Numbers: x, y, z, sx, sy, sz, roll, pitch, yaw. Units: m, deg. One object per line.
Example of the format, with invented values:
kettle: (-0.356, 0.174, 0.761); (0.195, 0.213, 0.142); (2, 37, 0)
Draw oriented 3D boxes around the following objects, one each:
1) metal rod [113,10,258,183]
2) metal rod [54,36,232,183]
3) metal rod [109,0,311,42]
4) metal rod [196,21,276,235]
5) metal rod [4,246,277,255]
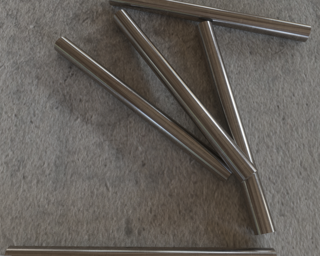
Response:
metal rod: (0.022, -0.056, 0.415); (0.025, 0.025, 0.299); (-32, 69, -11)
metal rod: (-0.028, -0.032, 0.419); (0.300, 0.025, 0.025); (38, 74, 12)
metal rod: (0.072, -0.172, 0.471); (0.302, 0.025, 0.025); (12, 71, 4)
metal rod: (0.095, -0.014, 0.414); (0.025, 0.025, 0.299); (-10, 70, -4)
metal rod: (-0.021, 0.149, 0.353); (0.302, 0.025, 0.025); (1, 70, 0)
